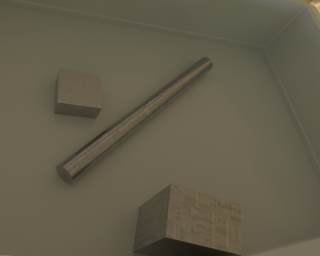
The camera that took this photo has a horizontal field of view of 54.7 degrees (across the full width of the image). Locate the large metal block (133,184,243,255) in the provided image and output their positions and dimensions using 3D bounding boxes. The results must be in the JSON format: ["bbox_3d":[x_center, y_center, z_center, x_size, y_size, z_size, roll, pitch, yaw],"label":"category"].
[{"bbox_3d":[0.027,0.105,0.322,0.081,0.080,0.050,20,54,-17],"label":"large metal block"}]

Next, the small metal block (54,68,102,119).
[{"bbox_3d":[-0.100,-0.042,0.378,0.050,0.025,0.050,7,59,-25],"label":"small metal block"}]

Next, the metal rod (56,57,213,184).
[{"bbox_3d":[-0.012,-0.029,0.418,0.025,0.025,0.302,46,51,3],"label":"metal rod"}]
